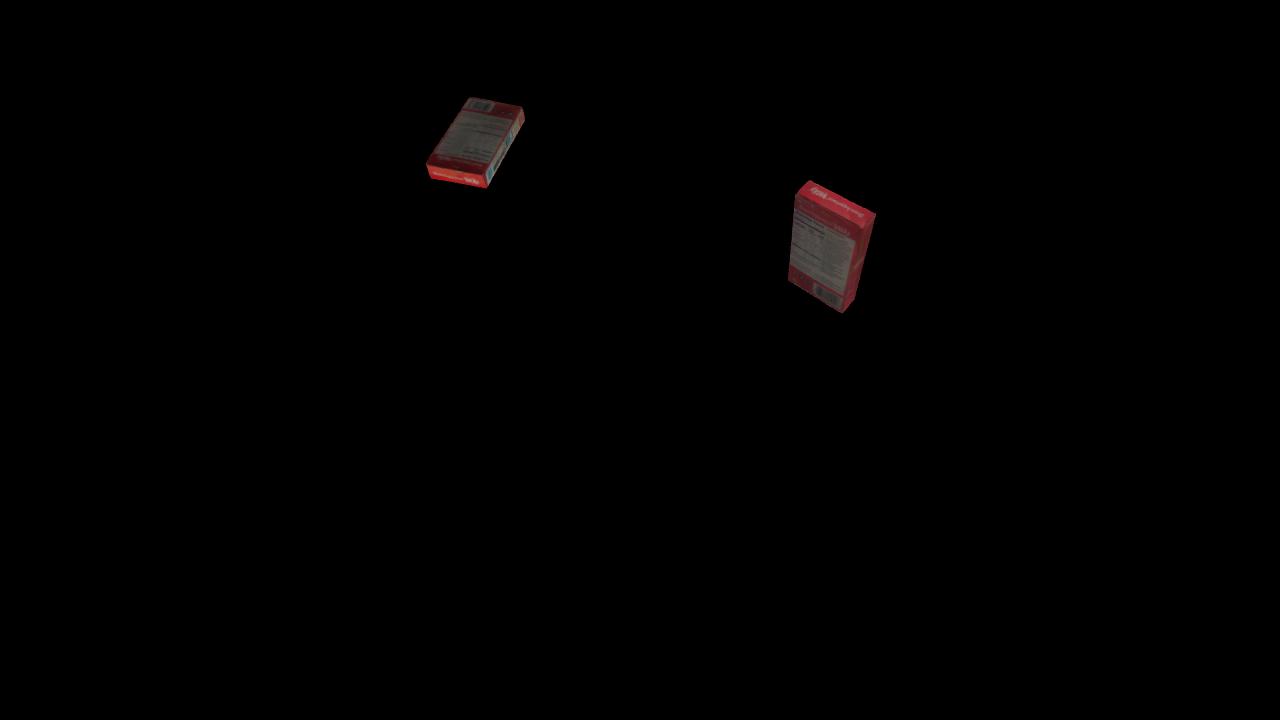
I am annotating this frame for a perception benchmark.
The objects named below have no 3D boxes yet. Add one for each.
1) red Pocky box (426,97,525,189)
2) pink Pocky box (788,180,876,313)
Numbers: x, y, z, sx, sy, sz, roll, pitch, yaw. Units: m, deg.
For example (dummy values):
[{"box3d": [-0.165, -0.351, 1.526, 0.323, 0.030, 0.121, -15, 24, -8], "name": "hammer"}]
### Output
[{"box3d": [-0.223, -0.300, 0.844, 0.083, 0.155, 0.028, 13, -33, 5], "name": "red Pocky box"}, {"box3d": [0.213, -0.125, 0.700, 0.084, 0.029, 0.155, 38, -17, 27], "name": "pink Pocky box"}]
